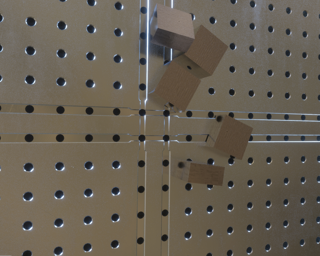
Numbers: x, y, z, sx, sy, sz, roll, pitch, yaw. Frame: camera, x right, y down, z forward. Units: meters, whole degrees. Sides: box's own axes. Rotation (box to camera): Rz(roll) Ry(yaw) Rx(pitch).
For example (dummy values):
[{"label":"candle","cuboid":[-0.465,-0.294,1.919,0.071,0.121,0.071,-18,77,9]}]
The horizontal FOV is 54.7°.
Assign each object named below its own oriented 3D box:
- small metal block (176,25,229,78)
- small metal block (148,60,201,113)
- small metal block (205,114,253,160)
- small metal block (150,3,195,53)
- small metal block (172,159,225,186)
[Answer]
[{"label":"small metal block","cuboid":[0.060,-0.107,0.436,0.050,0.025,0.050,34,79,-18]},{"label":"small metal block","cuboid":[0.020,-0.055,0.421,0.050,0.025,0.050,32,80,-18]},{"label":"small metal block","cuboid":[0.101,0.013,0.451,0.050,0.025,0.050,24,82,-19]},{"label":"small metal block","cuboid":[0.015,-0.131,0.407,0.050,0.025,0.050,11,54,-19]},{"label":"small metal block","cuboid":[0.051,0.059,0.420,0.050,0.050,0.025,10,87,-20]}]
